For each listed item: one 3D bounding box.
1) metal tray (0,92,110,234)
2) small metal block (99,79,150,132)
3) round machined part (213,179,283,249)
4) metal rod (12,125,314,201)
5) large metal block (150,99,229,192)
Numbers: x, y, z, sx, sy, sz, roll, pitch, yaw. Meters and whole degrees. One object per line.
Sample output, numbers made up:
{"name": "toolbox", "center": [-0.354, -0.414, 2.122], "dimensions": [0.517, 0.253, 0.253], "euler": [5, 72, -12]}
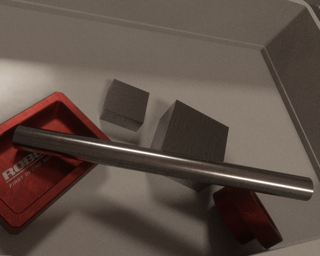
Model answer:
{"name": "metal tray", "center": [-0.124, 0.029, 0.318], "dimensions": [0.090, 0.030, 0.131], "euler": [45, 51, 2]}
{"name": "small metal block", "center": [-0.045, -0.029, 0.400], "dimensions": [0.050, 0.025, 0.050], "euler": [21, 54, -17]}
{"name": "round machined part", "center": [0.099, 0.098, 0.369], "dimensions": [0.098, 0.042, 0.098], "euler": [54, 11, -15]}
{"name": "metal rod", "center": [0.006, 0.037, 0.318], "dimensions": [0.302, 0.025, 0.025], "euler": [11, 56, -3]}
{"name": "large metal block", "center": [0.036, 0.023, 0.396], "dimensions": [0.080, 0.050, 0.080], "euler": [27, 52, -12]}
